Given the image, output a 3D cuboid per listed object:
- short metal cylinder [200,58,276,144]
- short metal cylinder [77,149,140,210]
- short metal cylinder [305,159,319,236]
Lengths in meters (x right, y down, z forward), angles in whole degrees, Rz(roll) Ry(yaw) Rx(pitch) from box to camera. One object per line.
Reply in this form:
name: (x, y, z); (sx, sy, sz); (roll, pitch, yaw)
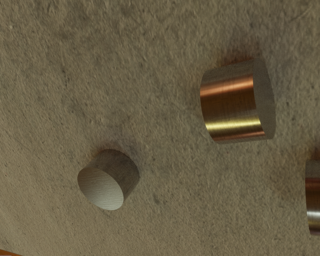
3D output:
short metal cylinder: (0.081, -0.025, 0.312); (0.050, 0.080, 0.080); (-9, 114, 32)
short metal cylinder: (-0.079, 0.079, 0.479); (0.080, 0.050, 0.079); (13, 124, 20)
short metal cylinder: (0.182, 0.072, 0.320); (0.050, 0.080, 0.080); (-5, 116, 30)
